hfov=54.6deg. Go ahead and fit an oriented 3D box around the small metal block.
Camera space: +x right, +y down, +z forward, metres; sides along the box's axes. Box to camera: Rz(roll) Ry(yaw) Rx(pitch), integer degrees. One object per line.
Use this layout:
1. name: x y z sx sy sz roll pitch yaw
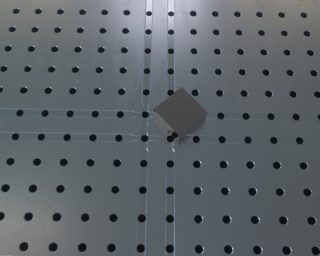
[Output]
1. small metal block: 0.027 -0.018 0.419 0.050 0.025 0.050 -40 75 -13
